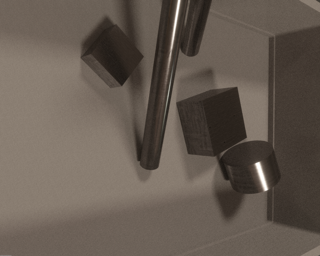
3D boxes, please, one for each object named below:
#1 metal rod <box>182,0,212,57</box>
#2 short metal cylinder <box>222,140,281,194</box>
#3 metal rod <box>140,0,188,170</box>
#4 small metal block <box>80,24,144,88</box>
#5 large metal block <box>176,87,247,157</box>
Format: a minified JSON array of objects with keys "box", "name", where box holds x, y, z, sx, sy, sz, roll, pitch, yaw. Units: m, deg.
[{"box":[0.050,-0.168,0.311,0.025,0.299,0.025,1,69,-2],"name":"metal rod"},{"box":[0.146,0.061,0.497,0.081,0.080,0.050,-35,112,-35],"name":"short metal cylinder"},{"box":[0.008,-0.082,0.328,0.025,0.025,0.298,-17,128,-39],"name":"metal rod"},{"box":[-0.055,-0.083,0.362,0.050,0.025,0.050,46,62,-30],"name":"small metal block"},{"box":[0.078,-0.011,0.458,0.081,0.050,0.079,-23,105,-38],"name":"large metal block"}]
